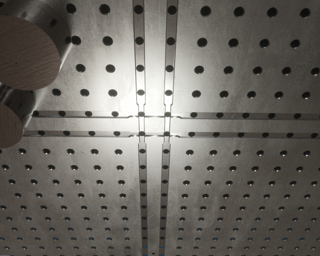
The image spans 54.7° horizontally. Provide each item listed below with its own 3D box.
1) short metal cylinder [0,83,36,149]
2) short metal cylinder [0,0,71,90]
[{"bbox_3d":[-0.199,-0.021,0.375,0.081,0.050,0.079,0,130,0],"label":"short metal cylinder"},{"bbox_3d":[-0.138,-0.086,0.320,0.081,0.050,0.079,0,130,0],"label":"short metal cylinder"}]
